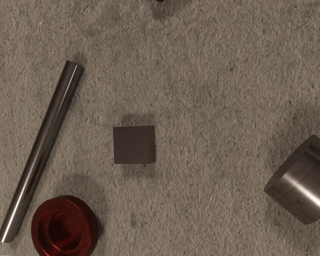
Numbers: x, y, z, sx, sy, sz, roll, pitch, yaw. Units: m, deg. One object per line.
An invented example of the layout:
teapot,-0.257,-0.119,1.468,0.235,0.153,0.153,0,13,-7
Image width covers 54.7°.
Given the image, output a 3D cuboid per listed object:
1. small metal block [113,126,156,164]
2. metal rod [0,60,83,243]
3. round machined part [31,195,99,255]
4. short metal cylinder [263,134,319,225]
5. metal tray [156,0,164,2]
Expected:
small metal block,-0.035,0.023,0.420,0.050,0.025,0.050,-2,89,19
metal rod,-0.185,0.040,0.472,0.025,0.025,0.298,27,99,17
round machined part,-0.131,0.145,0.445,0.098,0.042,0.097,0,90,19
short metal cylinder,0.156,0.053,0.325,0.050,0.080,0.080,41,103,15
metal tray,0.027,-0.238,0.396,0.130,0.030,0.090,-30,81,17
